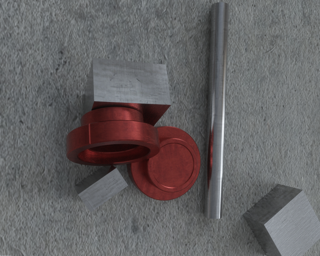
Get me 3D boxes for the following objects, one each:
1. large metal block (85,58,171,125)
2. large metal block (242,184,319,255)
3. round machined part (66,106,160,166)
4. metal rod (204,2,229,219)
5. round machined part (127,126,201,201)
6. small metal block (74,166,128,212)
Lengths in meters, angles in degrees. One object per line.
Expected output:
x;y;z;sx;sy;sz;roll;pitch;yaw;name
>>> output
-0.042;-0.034;0.358;0.081;0.080;0.050;1;68;-20;large metal block
0.185;0.144;0.464;0.080;0.050;0.080;-34;101;-17;large metal block
-0.051;0.009;0.337;0.099;0.098;0.042;1;69;-20;round machined part
0.080;-0.025;0.438;0.025;0.025;0.298;2;89;-20;metal rod
0.010;0.046;0.404;0.099;0.042;0.097;0;90;-20;round machined part
-0.071;0.069;0.369;0.050;0.050;0.025;-34;102;-17;small metal block
